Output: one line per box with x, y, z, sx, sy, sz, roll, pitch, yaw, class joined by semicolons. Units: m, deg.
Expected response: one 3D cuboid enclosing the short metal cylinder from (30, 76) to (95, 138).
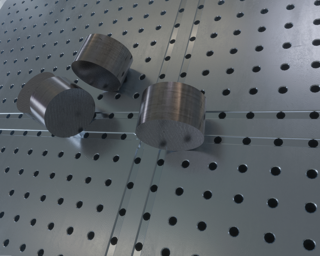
-0.147;-0.032;0.470;0.050;0.080;0.080;34;81;38;short metal cylinder

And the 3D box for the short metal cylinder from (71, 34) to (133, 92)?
-0.089;-0.099;0.481;0.080;0.080;0.050;7;66;31;short metal cylinder

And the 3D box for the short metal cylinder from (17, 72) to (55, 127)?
-0.190;-0.047;0.521;0.080;0.050;0.080;-13;56;21;short metal cylinder

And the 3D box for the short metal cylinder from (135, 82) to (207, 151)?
0.014;-0.012;0.373;0.080;0.080;0.050;-6;59;25;short metal cylinder
